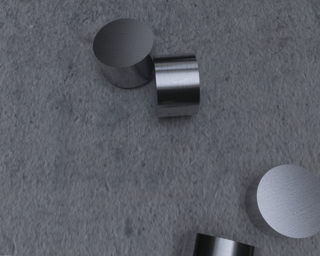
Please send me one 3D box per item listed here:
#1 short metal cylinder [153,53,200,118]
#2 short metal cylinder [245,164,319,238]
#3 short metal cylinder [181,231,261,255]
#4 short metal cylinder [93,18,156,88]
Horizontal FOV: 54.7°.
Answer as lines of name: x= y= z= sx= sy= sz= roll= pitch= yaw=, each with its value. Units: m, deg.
short metal cylinder: x=0.019 y=-0.055 z=0.399 sx=0.050 sy=0.080 sz=0.080 roll=-4 pitch=70 yaw=-2
short metal cylinder: x=0.147 y=0.088 z=0.365 sx=0.081 sy=0.050 sz=0.080 roll=0 pitch=70 yaw=0
short metal cylinder: x=0.062 y=0.144 z=0.327 sx=0.080 sy=0.080 sz=0.050 roll=12 pitch=71 yaw=4
short metal cylinder: x=-0.045 y=-0.102 z=0.426 sx=0.080 sy=0.050 sz=0.080 roll=-2 pitch=66 yaw=6
